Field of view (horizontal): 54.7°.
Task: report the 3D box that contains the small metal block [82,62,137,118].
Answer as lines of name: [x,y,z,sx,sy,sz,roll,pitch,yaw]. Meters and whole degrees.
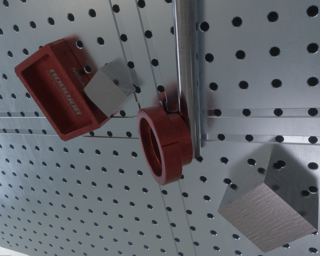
small metal block: [-0.068,-0.051,0.416,0.050,0.025,0.050,46,129,-4]

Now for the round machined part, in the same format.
round machined part: [0.008,0.019,0.386,0.098,0.042,0.097,165,90,-73]

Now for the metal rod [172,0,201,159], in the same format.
metal rod: [0.028,-0.095,0.337,0.025,0.025,0.298,8,122,24]

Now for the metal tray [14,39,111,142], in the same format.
metal tray: [-0.141,-0.050,0.451,0.090,0.030,0.130,-19,109,35]

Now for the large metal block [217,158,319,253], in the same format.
large metal block: [0.134,0.097,0.385,0.080,0.050,0.080,42,129,-1]
